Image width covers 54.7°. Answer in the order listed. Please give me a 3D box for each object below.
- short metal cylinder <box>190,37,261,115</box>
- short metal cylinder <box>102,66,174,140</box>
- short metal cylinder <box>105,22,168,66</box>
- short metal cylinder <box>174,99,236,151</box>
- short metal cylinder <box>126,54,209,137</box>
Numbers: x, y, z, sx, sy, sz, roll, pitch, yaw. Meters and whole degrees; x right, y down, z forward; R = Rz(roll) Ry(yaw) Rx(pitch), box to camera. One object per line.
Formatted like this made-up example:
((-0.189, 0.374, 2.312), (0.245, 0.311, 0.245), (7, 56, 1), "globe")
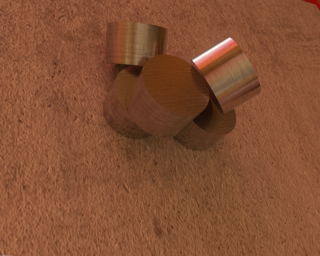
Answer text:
((0.079, -0.063, 0.380), (0.050, 0.080, 0.080), (-31, 75, 6), "short metal cylinder")
((-0.027, -0.032, 0.395), (0.081, 0.050, 0.080), (14, 56, -21), "short metal cylinder")
((-0.032, -0.108, 0.412), (0.081, 0.080, 0.050), (0, 101, -29), "short metal cylinder")
((0.057, -0.014, 0.430), (0.081, 0.050, 0.080), (14, 56, -21), "short metal cylinder")
((0.008, -0.036, 0.352), (0.081, 0.050, 0.080), (14, 56, -21), "short metal cylinder")
